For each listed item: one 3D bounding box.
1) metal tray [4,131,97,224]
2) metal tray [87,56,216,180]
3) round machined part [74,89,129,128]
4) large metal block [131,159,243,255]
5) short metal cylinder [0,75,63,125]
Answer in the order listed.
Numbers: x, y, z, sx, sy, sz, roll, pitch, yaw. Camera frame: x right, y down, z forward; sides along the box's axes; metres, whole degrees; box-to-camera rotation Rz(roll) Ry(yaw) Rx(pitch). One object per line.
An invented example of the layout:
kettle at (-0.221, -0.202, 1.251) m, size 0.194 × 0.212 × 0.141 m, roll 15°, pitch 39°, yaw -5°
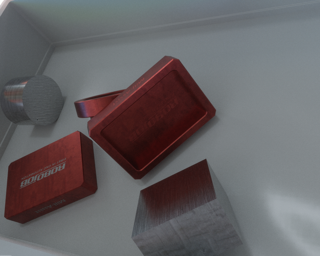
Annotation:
metal tray at (-0.156, 0.070, 0.439) m, size 0.130 × 0.030 × 0.090 m, roll -25°, pitch 53°, yaw 12°
metal tray at (-0.009, -0.011, 0.371) m, size 0.130 × 0.090 × 0.030 m, roll -41°, pitch 26°, yaw 0°
round machined part at (-0.062, -0.026, 0.419) m, size 0.098 × 0.098 × 0.042 m, roll -7°, pitch 102°, yaw 24°
large metal block at (0.025, 0.083, 0.300) m, size 0.080 × 0.050 × 0.080 m, roll -28°, pitch 15°, yaw 10°
short metal cylinder at (-0.206, -0.044, 0.503) m, size 0.050 × 0.080 × 0.080 m, roll 0°, pitch 62°, yaw 28°
